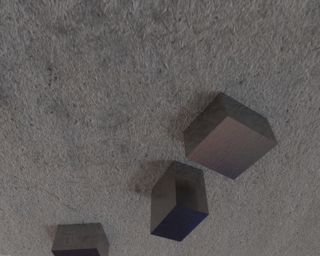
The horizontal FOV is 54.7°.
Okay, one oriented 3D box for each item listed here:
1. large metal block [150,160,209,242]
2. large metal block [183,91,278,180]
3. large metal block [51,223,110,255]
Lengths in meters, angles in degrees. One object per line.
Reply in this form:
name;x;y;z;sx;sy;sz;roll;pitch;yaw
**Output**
large metal block;0.026;0.110;0.464;0.050;0.080;0.079;21;127;-17
large metal block;0.088;0.012;0.402;0.080;0.050;0.080;26;125;-21
large metal block;-0.145;0.224;0.580;0.080;0.050;0.080;-4;130;3
